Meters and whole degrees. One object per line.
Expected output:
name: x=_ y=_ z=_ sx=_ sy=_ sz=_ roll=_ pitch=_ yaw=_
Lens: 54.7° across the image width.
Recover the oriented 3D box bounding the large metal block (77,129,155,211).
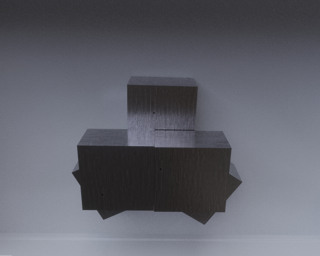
large metal block: x=-0.047 y=0.047 z=0.360 sx=0.081 sy=0.050 sz=0.079 roll=1 pitch=110 yaw=-1

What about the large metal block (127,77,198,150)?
large metal block: x=0.002 y=-0.020 z=0.389 sx=0.081 sy=0.050 sz=0.079 roll=1 pitch=110 yaw=-1

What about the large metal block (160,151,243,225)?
large metal block: x=0.049 y=0.070 z=0.421 sx=0.080 sy=0.050 sz=0.080 roll=33 pitch=107 yaw=-11

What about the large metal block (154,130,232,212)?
large metal block: x=0.034 y=0.049 z=0.360 sx=0.081 sy=0.050 sz=0.079 roll=1 pitch=110 yaw=-1

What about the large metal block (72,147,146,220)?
large metal block: x=-0.057 y=0.065 z=0.419 sx=0.080 sy=0.050 sz=0.080 roll=-25 pitch=108 yaw=8
